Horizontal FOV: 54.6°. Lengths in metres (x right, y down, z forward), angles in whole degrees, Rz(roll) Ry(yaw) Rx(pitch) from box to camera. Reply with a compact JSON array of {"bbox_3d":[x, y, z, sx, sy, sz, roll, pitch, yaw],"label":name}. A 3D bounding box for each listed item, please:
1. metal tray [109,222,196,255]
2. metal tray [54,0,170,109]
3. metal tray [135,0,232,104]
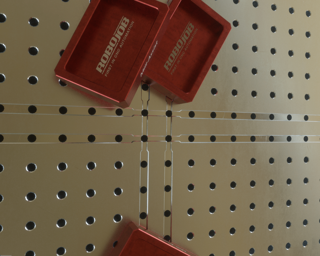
[{"bbox_3d":[-0.006,0.194,0.407,0.130,0.030,0.090,34,79,-17],"label":"metal tray"},{"bbox_3d":[-0.054,-0.099,0.370,0.090,0.030,0.130,24,81,7],"label":"metal tray"},{"bbox_3d":[0.030,-0.109,0.420,0.090,0.030,0.130,32,80,-17],"label":"metal tray"}]
